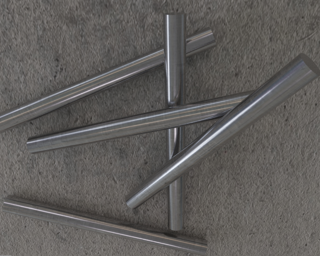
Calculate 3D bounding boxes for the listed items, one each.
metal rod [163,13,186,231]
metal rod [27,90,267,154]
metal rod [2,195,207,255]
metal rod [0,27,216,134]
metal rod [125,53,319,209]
[{"bbox_3d":[0.020,0.011,0.397,0.025,0.025,0.298,-2,116,0],"label":"metal rod"},{"bbox_3d":[-0.030,-0.004,0.372,0.301,0.025,0.025,-11,111,18],"label":"metal rod"},{"bbox_3d":[-0.077,0.147,0.462,0.302,0.025,0.025,15,110,-6],"label":"metal rod"},{"bbox_3d":[-0.077,-0.056,0.388,0.301,0.025,0.025,-21,109,7],"label":"metal rod"},{"bbox_3d":[0.044,0.026,0.356,0.025,0.025,0.299,36,131,-12],"label":"metal rod"}]
